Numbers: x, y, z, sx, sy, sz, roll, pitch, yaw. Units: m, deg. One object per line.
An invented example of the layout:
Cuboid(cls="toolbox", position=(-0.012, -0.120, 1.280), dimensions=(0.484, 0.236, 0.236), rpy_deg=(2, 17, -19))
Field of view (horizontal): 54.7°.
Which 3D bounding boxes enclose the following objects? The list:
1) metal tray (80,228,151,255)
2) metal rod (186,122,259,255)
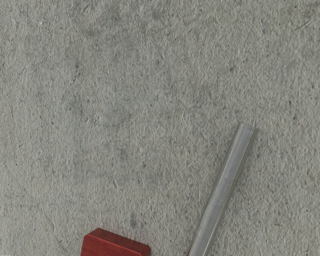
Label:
Cuboid(cls="metal tray", position=(-0.070, 0.217, 0.430), dimensions=(0.090, 0.030, 0.129), rpy_deg=(13, 94, 19))
Cuboid(cls="metal rod", position=(0.055, 0.136, 0.388), dimensions=(0.025, 0.025, 0.298), rpy_deg=(22, 97, 18))
